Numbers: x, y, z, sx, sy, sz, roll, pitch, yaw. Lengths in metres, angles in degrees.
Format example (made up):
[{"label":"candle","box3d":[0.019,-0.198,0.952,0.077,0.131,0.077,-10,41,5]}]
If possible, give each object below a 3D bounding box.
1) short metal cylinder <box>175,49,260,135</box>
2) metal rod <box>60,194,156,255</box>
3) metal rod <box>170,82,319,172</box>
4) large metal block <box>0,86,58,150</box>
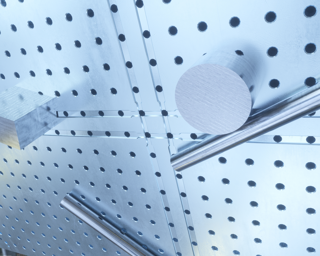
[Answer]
[{"label":"short metal cylinder","box3d":[0.063,-0.039,0.337,0.080,0.050,0.079,13,124,20]},{"label":"metal rod","box3d":[-0.057,0.219,0.574,0.301,0.025,0.025,34,129,5]},{"label":"metal rod","box3d":[0.125,-0.012,0.337,0.299,0.025,0.025,-31,102,37]},{"label":"large metal block","box3d":[-0.220,-0.019,0.477,0.080,0.080,0.050,17,125,18]}]
